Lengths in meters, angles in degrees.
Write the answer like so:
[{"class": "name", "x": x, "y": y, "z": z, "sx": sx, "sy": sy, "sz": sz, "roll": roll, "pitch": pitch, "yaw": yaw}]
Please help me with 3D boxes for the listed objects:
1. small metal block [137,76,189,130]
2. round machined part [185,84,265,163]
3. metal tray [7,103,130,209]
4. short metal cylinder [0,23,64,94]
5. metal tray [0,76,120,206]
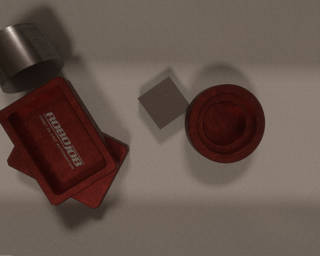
[{"class": "small metal block", "x": 0.006, "y": -0.032, "z": 0.412, "sx": 0.050, "sy": 0.025, "sz": 0.050, "roll": -36, "pitch": 90, "yaw": 0}, {"class": "round machined part", "x": 0.080, "y": -0.006, "z": 0.399, "sx": 0.099, "sy": 0.042, "sz": 0.097, "roll": -1, "pitch": 94, "yaw": -8}, {"class": "metal tray", "x": -0.118, "y": 0.036, "z": 0.407, "sx": 0.130, "sy": 0.030, "sz": 0.090, "roll": 27, "pitch": 90, "yaw": -1}, {"class": "short metal cylinder", "x": -0.168, "y": -0.084, "z": 0.382, "sx": 0.080, "sy": 0.080, "sz": 0.050, "roll": -31, "pitch": 91, "yaw": 0}, {"class": "metal tray", "x": -0.121, "y": 0.015, "z": 0.376, "sx": 0.090, "sy": 0.030, "sz": 0.130, "roll": -32, "pitch": 90, "yaw": -1}]
